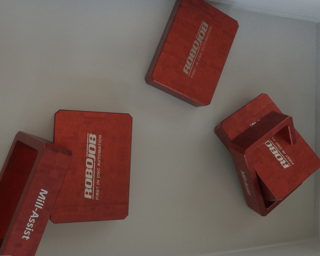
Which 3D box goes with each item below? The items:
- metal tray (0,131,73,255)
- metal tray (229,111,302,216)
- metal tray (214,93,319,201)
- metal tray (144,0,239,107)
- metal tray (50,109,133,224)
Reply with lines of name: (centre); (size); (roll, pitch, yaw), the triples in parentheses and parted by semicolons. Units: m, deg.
metal tray: (-0.144, 0.074, 0.320); (0.030, 0.090, 0.130); (25, 81, -40)
metal tray: (0.155, 0.052, 0.441); (0.090, 0.030, 0.129); (-34, 122, -17)
metal tray: (0.152, 0.026, 0.441); (0.090, 0.030, 0.130); (-34, 81, -17)
metal tray: (0.045, -0.105, 0.424); (0.090, 0.030, 0.130); (24, 82, -19)
metal tray: (-0.084, 0.045, 0.377); (0.091, 0.030, 0.129); (3, 89, -20)
